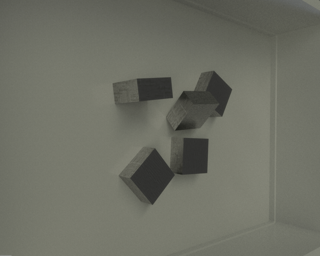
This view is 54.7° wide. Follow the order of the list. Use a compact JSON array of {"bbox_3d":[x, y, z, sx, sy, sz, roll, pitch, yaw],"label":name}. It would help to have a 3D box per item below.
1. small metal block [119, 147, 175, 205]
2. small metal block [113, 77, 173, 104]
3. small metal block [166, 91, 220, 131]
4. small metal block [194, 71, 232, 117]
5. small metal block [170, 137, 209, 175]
[{"bbox_3d":[-0.016,0.060,0.393,0.050,0.025,0.050,-50,120,-28],"label":"small metal block"},{"bbox_3d":[-0.021,-0.045,0.373,0.050,0.050,0.025,-10,97,-40],"label":"small metal block"},{"bbox_3d":[0.045,-0.024,0.425,0.050,0.050,0.025,-5,51,-40],"label":"small metal block"},{"bbox_3d":[0.079,-0.051,0.472,0.050,0.025,0.050,36,68,-34],"label":"small metal block"},{"bbox_3d":[0.042,0.039,0.442,0.050,0.025,0.050,4,88,-40],"label":"small metal block"}]
